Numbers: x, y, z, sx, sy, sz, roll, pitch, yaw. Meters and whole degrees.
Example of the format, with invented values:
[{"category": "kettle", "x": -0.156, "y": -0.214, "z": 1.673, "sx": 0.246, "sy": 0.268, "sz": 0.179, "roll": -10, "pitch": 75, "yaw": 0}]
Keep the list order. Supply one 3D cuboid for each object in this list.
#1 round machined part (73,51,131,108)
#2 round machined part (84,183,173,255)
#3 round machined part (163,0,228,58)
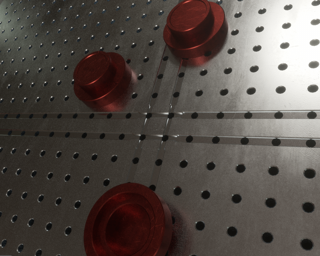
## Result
[{"category": "round machined part", "x": -0.099, "y": -0.085, "z": 0.500, "sx": 0.098, "sy": 0.042, "sz": 0.098, "roll": -13, "pitch": 56, "yaw": 20}, {"category": "round machined part", "x": -0.031, "y": 0.114, "z": 0.343, "sx": 0.098, "sy": 0.042, "sz": 0.098, "roll": -13, "pitch": 56, "yaw": 20}, {"category": "round machined part", "x": 0.049, "y": -0.157, "z": 0.467, "sx": 0.098, "sy": 0.042, "sz": 0.098, "roll": -13, "pitch": 56, "yaw": 20}]
